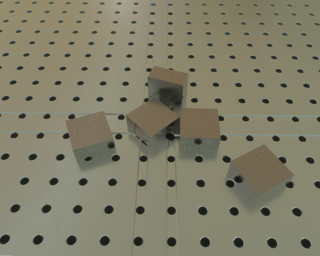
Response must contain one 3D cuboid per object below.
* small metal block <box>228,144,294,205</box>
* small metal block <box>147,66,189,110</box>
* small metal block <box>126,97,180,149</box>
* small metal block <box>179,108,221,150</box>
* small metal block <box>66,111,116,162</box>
[{"bbox_3d":[0.117,0.054,0.363,0.050,0.025,0.050,-23,54,-18],"label":"small metal block"},{"bbox_3d":[0.011,-0.055,0.438,0.050,0.050,0.025,15,52,12],"label":"small metal block"},{"bbox_3d":[-0.009,-0.008,0.414,0.050,0.025,0.050,-35,58,-26],"label":"small metal block"},{"bbox_3d":[0.051,0.001,0.407,0.050,0.025,0.050,2,50,1],"label":"small metal block"},{"bbox_3d":[-0.089,0.010,0.399,0.050,0.025,0.050,-16,52,-13],"label":"small metal block"}]
